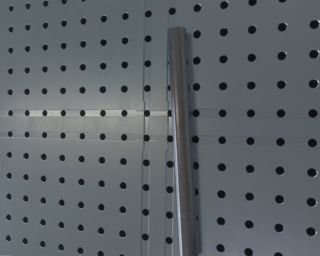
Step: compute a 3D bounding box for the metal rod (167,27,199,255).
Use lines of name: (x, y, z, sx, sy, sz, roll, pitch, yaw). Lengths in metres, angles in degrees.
metal rod: (0.030, 0.021, 0.402, 0.025, 0.025, 0.298, -3, 89, 20)
